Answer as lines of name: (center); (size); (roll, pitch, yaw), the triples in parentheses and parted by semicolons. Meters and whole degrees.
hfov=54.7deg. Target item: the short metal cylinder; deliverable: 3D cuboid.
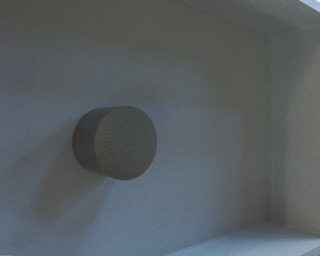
short metal cylinder: (-0.050, 0.016, 0.350); (0.081, 0.050, 0.079); (0, 90, -40)
